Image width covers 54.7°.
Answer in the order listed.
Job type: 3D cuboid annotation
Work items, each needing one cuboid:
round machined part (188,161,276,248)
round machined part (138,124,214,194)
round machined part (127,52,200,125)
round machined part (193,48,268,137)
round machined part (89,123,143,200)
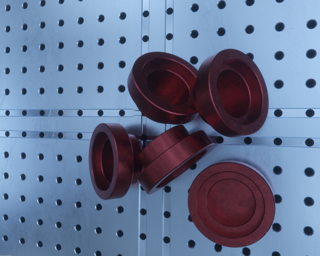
[{"bbox_3d":[0.087,0.088,0.373,0.098,0.042,0.097,0,90,19],"label":"round machined part"},{"bbox_3d":[0.013,0.033,0.369,0.098,0.098,0.042,-41,75,15],"label":"round machined part"},{"bbox_3d":[0.007,-0.044,0.381,0.098,0.099,0.042,49,140,13],"label":"round machined part"},{"bbox_3d":[0.077,-0.037,0.356,0.042,0.099,0.097,-16,84,52],"label":"round machined part"},{"bbox_3d":[-0.056,0.042,0.406,0.098,0.042,0.097,-1,89,58],"label":"round machined part"}]
